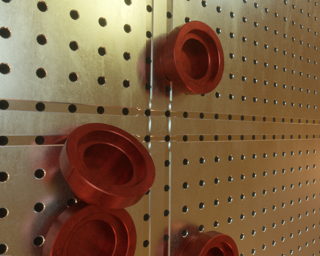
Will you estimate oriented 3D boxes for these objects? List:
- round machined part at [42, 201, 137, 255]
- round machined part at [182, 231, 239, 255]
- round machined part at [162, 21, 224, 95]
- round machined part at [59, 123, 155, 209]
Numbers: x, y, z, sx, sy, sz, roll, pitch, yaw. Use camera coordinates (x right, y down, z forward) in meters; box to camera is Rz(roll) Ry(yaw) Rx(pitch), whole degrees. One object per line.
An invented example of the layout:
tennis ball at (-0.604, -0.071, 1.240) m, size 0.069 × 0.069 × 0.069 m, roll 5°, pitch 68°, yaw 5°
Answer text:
round machined part at (-0.077, 0.125, 0.333) m, size 0.099 × 0.042 × 0.097 m, roll 0°, pitch 90°, yaw -40°
round machined part at (0.069, 0.200, 0.455) m, size 0.099 × 0.042 × 0.097 m, roll 0°, pitch 90°, yaw -40°
round machined part at (0.042, -0.095, 0.432) m, size 0.099 × 0.042 × 0.097 m, roll 0°, pitch 90°, yaw -40°
round machined part at (-0.058, 0.043, 0.327) m, size 0.098 × 0.042 × 0.098 m, roll 25°, pitch 33°, yaw -17°
